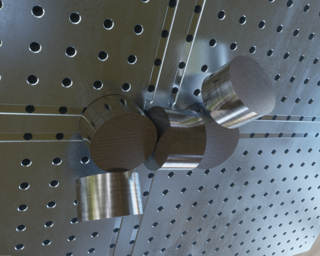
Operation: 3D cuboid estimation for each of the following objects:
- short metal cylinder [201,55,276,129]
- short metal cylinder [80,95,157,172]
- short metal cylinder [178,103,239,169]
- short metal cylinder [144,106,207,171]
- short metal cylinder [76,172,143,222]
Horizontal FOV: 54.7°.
[{"bbox_3d":[0.100,-0.045,0.396,0.081,0.080,0.050,9,156,-33],"label":"short metal cylinder"},{"bbox_3d":[-0.050,0.007,0.372,0.081,0.050,0.079,-14,125,-21],"label":"short metal cylinder"},{"bbox_3d":[0.064,0.011,0.438,0.081,0.050,0.079,-14,125,-21],"label":"short metal cylinder"},{"bbox_3d":[0.014,0.014,0.393,0.050,0.080,0.079,5,116,-31],"label":"short metal cylinder"},{"bbox_3d":[-0.063,0.088,0.389,0.081,0.050,0.080,-7,164,-2],"label":"short metal cylinder"}]
